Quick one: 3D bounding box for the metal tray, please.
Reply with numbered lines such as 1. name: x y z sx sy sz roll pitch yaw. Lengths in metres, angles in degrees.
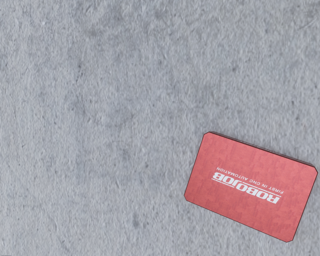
1. metal tray: 0.104 0.065 0.370 0.130 0.030 0.090 19 96 19
